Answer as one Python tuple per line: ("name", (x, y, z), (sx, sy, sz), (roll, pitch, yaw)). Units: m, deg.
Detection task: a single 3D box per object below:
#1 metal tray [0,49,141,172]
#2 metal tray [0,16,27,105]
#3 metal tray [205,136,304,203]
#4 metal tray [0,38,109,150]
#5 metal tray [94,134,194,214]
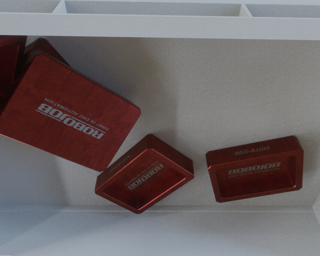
("metal tray", (-0.097, -0.014, 0.341), (0.131, 0.030, 0.090), (29, 96, -34))
("metal tray", (-0.179, -0.039, 0.264), (0.030, 0.131, 0.089), (33, 125, 5))
("metal tray", (0.141, 0.064, 0.462), (0.131, 0.030, 0.090), (-12, 130, 9))
("metal tray", (-0.132, -0.032, 0.377), (0.090, 0.030, 0.130), (-25, 126, 19))
("metal tray", (-0.025, 0.075, 0.468), (0.090, 0.030, 0.130), (35, 122, -26))
